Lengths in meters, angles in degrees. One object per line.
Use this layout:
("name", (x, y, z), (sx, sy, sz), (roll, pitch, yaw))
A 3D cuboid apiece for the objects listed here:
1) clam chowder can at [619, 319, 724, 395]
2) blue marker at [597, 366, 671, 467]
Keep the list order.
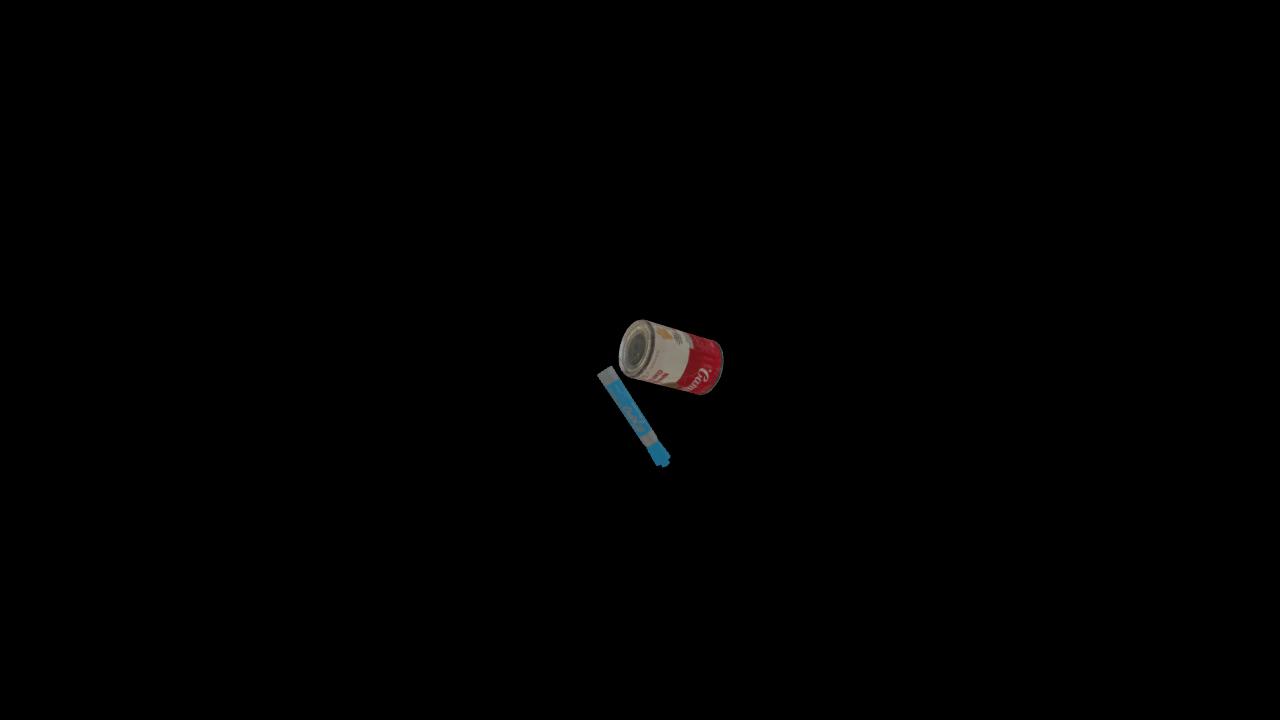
("clam chowder can", (0.035, -0.003, 0.699), (0.102, 0.068, 0.068), (16, -8, -31))
("blue marker", (-0.005, 0.061, 0.648), (0.020, 0.121, 0.020), (-33, 4, 3))
